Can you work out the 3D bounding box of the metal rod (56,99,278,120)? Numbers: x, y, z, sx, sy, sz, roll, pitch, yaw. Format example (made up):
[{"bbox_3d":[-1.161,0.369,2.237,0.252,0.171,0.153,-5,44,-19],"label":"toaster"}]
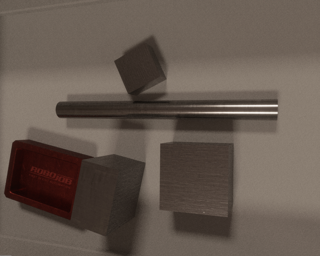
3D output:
[{"bbox_3d":[-0.005,-0.024,0.411,0.301,0.025,0.025,1,91,19],"label":"metal rod"}]

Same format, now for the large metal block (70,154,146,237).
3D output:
[{"bbox_3d":[-0.065,0.082,0.403,0.050,0.080,0.079,13,95,19],"label":"large metal block"}]

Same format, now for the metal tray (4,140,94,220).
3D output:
[{"bbox_3d":[-0.166,0.074,0.464,0.130,0.030,0.089,12,94,19],"label":"metal tray"}]

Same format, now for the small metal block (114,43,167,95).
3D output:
[{"bbox_3d":[-0.026,-0.078,0.419,0.050,0.025,0.050,-26,82,17],"label":"small metal block"}]

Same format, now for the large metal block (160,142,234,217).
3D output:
[{"bbox_3d":[0.046,0.059,0.380,0.080,0.050,0.079,1,90,19],"label":"large metal block"}]
